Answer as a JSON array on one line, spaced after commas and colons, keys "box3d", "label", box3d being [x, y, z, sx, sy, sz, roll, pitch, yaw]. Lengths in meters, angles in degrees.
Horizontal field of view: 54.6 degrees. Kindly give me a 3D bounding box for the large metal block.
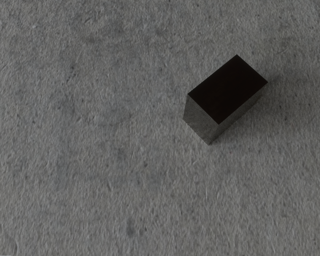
[{"box3d": [0.078, -0.032, 0.391, 0.080, 0.080, 0.050, -39, 75, -13], "label": "large metal block"}]
